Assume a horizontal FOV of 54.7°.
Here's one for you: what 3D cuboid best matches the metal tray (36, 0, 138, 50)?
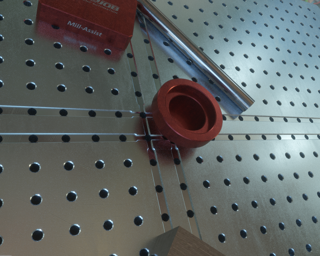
[{"bbox_3d":[-0.103,-0.177,0.457,0.131,0.030,0.090,16,55,-19],"label":"metal tray"}]

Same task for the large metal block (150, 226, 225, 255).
[{"bbox_3d":[0.026,0.159,0.309,0.080,0.050,0.080,35,51,-6],"label":"large metal block"}]

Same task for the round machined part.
[{"bbox_3d":[0.033,-0.016,0.425,0.099,0.042,0.098,14,56,-21],"label":"round machined part"}]

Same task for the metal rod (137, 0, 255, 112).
[{"bbox_3d":[0.039,-0.140,0.514,0.300,0.025,0.025,44,51,2],"label":"metal rod"}]
